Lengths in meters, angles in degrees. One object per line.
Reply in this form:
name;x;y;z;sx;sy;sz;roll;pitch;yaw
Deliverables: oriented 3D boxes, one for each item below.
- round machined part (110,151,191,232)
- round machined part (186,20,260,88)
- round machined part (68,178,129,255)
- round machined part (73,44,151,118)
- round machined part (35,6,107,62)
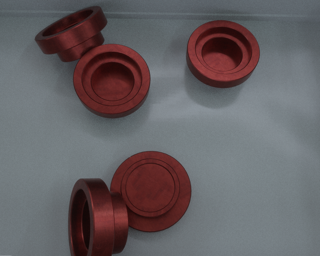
round machined part;-0.011;0.074;0.373;0.099;0.042;0.098;0;70;-1
round machined part;0.086;-0.100;0.438;0.099;0.042;0.098;0;70;-1
round machined part;-0.067;0.104;0.339;0.042;0.098;0.098;4;67;-30
round machined part;-0.063;-0.060;0.417;0.099;0.042;0.098;1;76;-5
round machined part;-0.117;-0.127;0.428;0.098;0.042;0.098;-17;35;12
